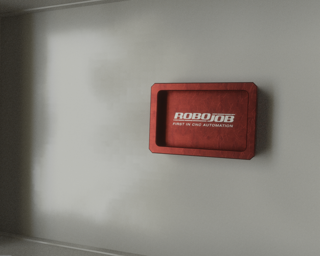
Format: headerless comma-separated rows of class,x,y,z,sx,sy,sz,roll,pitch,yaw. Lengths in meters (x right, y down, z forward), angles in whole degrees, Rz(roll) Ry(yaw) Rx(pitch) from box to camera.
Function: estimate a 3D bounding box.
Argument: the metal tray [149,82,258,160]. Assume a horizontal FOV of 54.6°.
metal tray,0.053,-0.010,0.389,0.130,0.030,0.090,2,91,20
